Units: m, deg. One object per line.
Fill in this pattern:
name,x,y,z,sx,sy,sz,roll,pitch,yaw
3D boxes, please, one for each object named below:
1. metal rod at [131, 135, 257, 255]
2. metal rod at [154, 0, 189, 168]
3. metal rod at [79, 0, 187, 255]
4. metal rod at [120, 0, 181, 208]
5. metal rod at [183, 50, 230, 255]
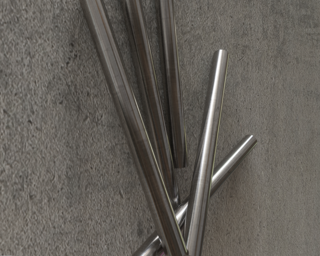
metal rod,0.065,0.086,0.434,0.302,0.025,0.025,-35,112,-43
metal rod,0.013,-0.095,0.414,0.025,0.025,0.298,-10,96,-40
metal rod,-0.030,-0.004,0.340,0.025,0.025,0.299,-18,90,-39
metal rod,-0.010,-0.028,0.396,0.025,0.025,0.298,-19,102,-38
metal rod,0.065,0.016,0.419,0.025,0.025,0.300,34,57,-35
